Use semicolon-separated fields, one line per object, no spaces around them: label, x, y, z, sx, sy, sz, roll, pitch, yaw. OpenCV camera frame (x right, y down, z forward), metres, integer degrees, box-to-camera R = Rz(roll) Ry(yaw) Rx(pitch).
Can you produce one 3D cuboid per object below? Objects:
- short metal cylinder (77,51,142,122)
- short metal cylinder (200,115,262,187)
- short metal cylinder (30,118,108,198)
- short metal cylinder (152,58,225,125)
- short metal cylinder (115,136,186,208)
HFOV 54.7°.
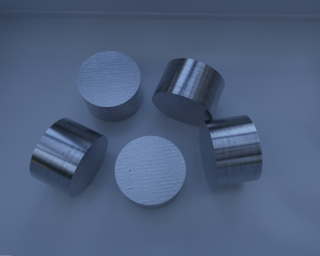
short metal cylinder;-0.065;-0.055;0.414;0.081;0.050;0.080;0;70;0
short metal cylinder;0.081;0.027;0.370;0.050;0.080;0.080;-8;70;-3
short metal cylinder;-0.104;0.034;0.364;0.050;0.080;0.080;26;72;9
short metal cylinder;0.036;-0.044;0.397;0.080;0.080;0.050;20;71;7
short metal cylinder;-0.011;0.055;0.374;0.081;0.050;0.080;0;70;0
